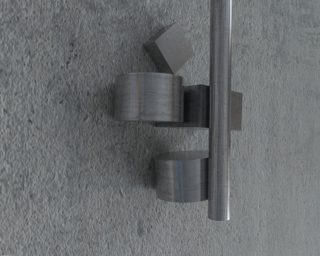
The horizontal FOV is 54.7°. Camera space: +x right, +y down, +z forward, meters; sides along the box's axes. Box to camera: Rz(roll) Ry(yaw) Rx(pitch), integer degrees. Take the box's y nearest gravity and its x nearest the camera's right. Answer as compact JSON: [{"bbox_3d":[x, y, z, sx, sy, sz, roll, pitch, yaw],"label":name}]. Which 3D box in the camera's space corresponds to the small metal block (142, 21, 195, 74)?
[{"bbox_3d":[0.013,-0.105,0.415,0.050,0.025,0.050,-49,119,-29],"label":"small metal block"}]

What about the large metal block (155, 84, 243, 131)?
[{"bbox_3d":[0.051,-0.024,0.412,0.081,0.080,0.050,4,88,-40],"label":"large metal block"}]

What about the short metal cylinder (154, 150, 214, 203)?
[{"bbox_3d":[0.034,0.059,0.397,0.081,0.080,0.050,-7,95,-40],"label":"short metal cylinder"}]

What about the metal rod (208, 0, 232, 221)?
[{"bbox_3d":[0.070,-0.046,0.358,0.025,0.025,0.298,1,89,-40],"label":"metal rod"}]

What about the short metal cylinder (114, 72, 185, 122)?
[{"bbox_3d":[-0.012,-0.032,0.359,0.081,0.080,0.050,1,90,-40],"label":"short metal cylinder"}]
